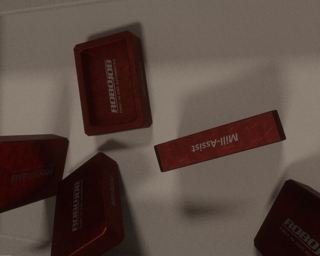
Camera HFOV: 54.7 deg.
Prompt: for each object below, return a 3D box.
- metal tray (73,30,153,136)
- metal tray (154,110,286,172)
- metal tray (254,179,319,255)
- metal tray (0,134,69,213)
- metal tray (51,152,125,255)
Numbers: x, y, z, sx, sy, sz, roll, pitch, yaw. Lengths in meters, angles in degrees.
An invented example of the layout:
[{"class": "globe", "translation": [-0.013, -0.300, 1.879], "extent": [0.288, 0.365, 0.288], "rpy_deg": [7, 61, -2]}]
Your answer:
[{"class": "metal tray", "translation": [-0.066, -0.059, 0.429], "extent": [0.090, 0.030, 0.129], "rpy_deg": [-9, 87, 19]}, {"class": "metal tray", "translation": [0.070, 0.015, 0.351], "extent": [0.130, 0.090, 0.030], "rpy_deg": [-18, 84, 19]}, {"class": "metal tray", "translation": [0.157, 0.119, 0.304], "extent": [0.030, 0.130, 0.090], "rpy_deg": [22, 99, -20]}, {"class": "metal tray", "translation": [-0.182, 0.056, 0.417], "extent": [0.030, 0.130, 0.089], "rpy_deg": [13, 94, 19]}, {"class": "metal tray", "translation": [-0.094, 0.103, 0.398], "extent": [0.090, 0.030, 0.130], "rpy_deg": [-36, 37, 16]}]
